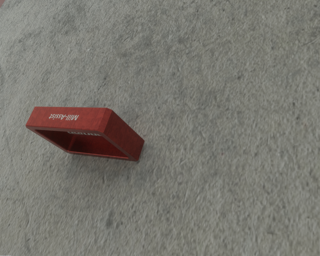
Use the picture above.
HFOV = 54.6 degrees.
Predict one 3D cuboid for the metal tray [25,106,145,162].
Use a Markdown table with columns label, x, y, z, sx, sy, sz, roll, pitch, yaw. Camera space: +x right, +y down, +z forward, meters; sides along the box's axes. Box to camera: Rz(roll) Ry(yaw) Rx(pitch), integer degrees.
| label | x | y | z | sx | sy | sz | roll | pitch | yaw |
| --- | --- | --- | --- | --- | --- | --- | --- | --- | --- |
| metal tray | -0.098 | 0.008 | 0.409 | 0.130 | 0.090 | 0.030 | 3 | 63 | 29 |
